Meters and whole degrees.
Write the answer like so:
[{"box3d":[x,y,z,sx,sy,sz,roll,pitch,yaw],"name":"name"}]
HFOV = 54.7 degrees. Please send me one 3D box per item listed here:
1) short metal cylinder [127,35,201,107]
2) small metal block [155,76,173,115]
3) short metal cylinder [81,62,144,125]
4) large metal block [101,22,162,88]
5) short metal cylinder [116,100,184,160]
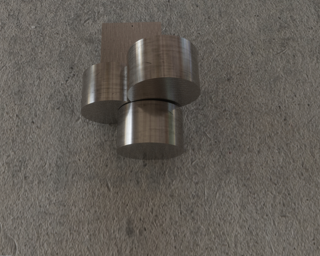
[{"box3d":[0.003,-0.060,0.350,0.081,0.080,0.050,-2,70,-1],"name":"short metal cylinder"},{"box3d":[0.007,-0.036,0.412,0.025,0.050,0.050,1,70,0],"name":"small metal block"},{"box3d":[-0.058,-0.041,0.396,0.081,0.080,0.050,-2,70,-1],"name":"short metal cylinder"},{"box3d":[-0.038,-0.098,0.433,0.081,0.050,0.080,-2,70,-1],"name":"large metal block"},{"box3d":[-0.012,0.005,0.379,0.081,0.080,0.050,0,70,0],"name":"short metal cylinder"}]
